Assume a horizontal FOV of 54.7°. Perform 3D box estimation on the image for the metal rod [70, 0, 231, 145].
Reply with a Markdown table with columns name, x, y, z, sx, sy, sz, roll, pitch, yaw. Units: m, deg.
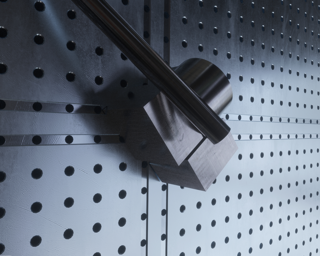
| name | x | y | z | sx | sy | sz | roll | pitch | yaw |
| --- | --- | --- | --- | --- | --- | --- | --- | --- | --- |
| metal rod | -0.041 | -0.096 | 0.308 | 0.300 | 0.025 | 0.025 | 45 | 61 | -7 |

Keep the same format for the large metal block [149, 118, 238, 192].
| name | x | y | z | sx | sy | sz | roll | pitch | yaw |
| --- | --- | --- | --- | --- | --- | --- | --- | --- | --- |
| large metal block | 0.041 | 0.031 | 0.408 | 0.080 | 0.080 | 0.050 | -45 | 118 | -31 |

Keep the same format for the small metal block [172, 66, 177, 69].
| name | x | y | z | sx | sy | sz | roll | pitch | yaw |
| --- | --- | --- | --- | --- | --- | --- | --- | --- | --- |
| small metal block | 0.017 | -0.049 | 0.426 | 0.050 | 0.025 | 0.050 | -49 | 120 | -29 |

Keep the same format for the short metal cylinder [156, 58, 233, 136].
| name | x | y | z | sx | sy | sz | roll | pitch | yaw |
| --- | --- | --- | --- | --- | --- | --- | --- | --- | --- |
| short metal cylinder | 0.040 | -0.037 | 0.375 | 0.050 | 0.080 | 0.080 | -44 | 117 | -31 |

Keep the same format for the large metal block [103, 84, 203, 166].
| name | x | y | z | sx | sy | sz | roll | pitch | yaw |
| --- | --- | --- | --- | --- | --- | --- | --- | --- | --- |
| large metal block | -0.009 | -0.005 | 0.369 | 0.050 | 0.080 | 0.080 | -45 | 118 | -31 |
